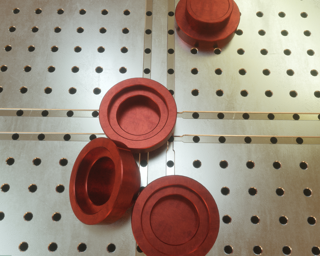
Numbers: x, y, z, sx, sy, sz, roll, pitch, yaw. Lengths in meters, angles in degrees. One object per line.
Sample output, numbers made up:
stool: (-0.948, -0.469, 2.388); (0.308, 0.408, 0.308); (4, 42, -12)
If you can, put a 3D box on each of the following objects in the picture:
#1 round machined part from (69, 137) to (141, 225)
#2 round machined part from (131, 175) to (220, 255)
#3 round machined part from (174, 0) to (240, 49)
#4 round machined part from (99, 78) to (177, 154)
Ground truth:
round machined part: (-0.060, 0.062, 0.362); (0.098, 0.042, 0.098); (-16, 65, 40)
round machined part: (0.016, 0.107, 0.361); (0.099, 0.042, 0.098); (1, 72, -4)
round machined part: (0.072, -0.172, 0.466); (0.099, 0.042, 0.098); (0, 70, 0)
round machined part: (-0.028, -0.013, 0.408); (0.099, 0.042, 0.098); (0, 70, 0)
